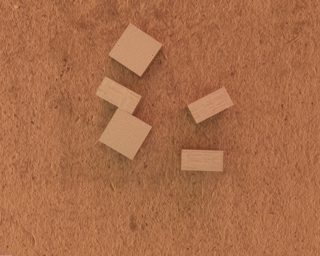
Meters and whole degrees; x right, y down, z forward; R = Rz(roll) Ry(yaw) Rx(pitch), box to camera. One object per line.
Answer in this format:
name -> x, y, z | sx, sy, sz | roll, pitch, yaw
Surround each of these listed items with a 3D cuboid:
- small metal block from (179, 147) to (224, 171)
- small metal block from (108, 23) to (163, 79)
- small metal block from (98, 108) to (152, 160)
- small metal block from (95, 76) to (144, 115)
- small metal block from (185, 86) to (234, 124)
small metal block -> 0.051, 0.039, 0.398 | 0.050, 0.050, 0.025 | 2, 90, 0
small metal block -> -0.031, -0.100, 0.409 | 0.050, 0.025, 0.050 | 34, 90, 0
small metal block -> -0.044, 0.007, 0.409 | 0.050, 0.025, 0.050 | 31, 90, 0
small metal block -> -0.050, -0.039, 0.397 | 0.050, 0.050, 0.025 | 29, 90, 0
small metal block -> 0.061, -0.028, 0.398 | 0.050, 0.050, 0.025 | -27, 90, 0
